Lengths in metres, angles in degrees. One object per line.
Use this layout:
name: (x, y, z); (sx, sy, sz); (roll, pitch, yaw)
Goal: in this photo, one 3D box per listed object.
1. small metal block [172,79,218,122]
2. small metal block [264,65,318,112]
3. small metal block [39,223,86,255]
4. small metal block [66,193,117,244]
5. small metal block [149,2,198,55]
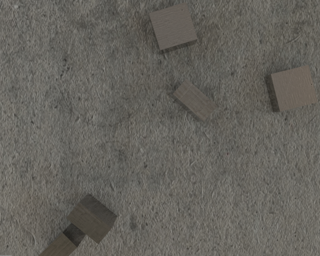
small metal block: (0.042, -0.034, 0.398); (0.050, 0.050, 0.025); (42, 90, 0)
small metal block: (0.173, -0.051, 0.411); (0.050, 0.025, 0.050); (-14, 90, 0)
small metal block: (-0.126, 0.152, 0.396); (0.050, 0.050, 0.025); (-44, 90, 0)
small metal block: (-0.085, 0.114, 0.397); (0.050, 0.050, 0.025); (39, 90, 0)
small metal block: (0.017, -0.131, 0.410); (0.050, 0.025, 0.050); (-17, 90, 0)
